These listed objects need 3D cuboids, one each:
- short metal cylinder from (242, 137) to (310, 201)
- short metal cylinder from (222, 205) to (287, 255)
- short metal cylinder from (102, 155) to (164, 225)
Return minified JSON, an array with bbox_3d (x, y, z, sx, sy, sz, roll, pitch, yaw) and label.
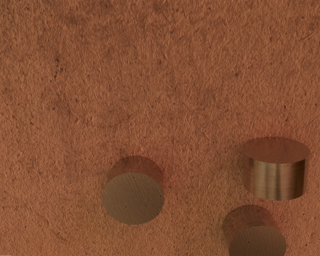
[{"bbox_3d":[0.148,0.050,0.400,0.080,0.080,0.050,-5,110,2],"label":"short metal cylinder"},{"bbox_3d":[0.137,0.161,0.457,0.081,0.050,0.079,0,110,0],"label":"short metal cylinder"},{"bbox_3d":[-0.035,0.085,0.427,0.081,0.050,0.079,0,110,0],"label":"short metal cylinder"}]
